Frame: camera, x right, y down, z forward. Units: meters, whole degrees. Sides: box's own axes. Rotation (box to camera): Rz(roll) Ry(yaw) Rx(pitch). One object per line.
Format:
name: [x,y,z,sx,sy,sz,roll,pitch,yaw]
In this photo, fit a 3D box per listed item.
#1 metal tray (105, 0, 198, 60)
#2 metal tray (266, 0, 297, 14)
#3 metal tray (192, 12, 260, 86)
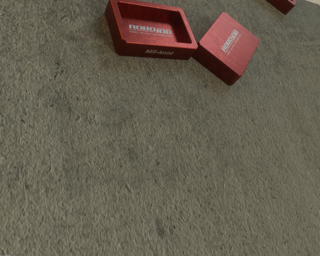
metal tray: [-0.013,-0.154,0.487,0.131,0.030,0.090,-4,63,-30]
metal tray: [0.300,-0.347,0.773,0.090,0.030,0.130,36,51,-5]
metal tray: [0.119,-0.144,0.552,0.090,0.030,0.130,37,51,-3]
